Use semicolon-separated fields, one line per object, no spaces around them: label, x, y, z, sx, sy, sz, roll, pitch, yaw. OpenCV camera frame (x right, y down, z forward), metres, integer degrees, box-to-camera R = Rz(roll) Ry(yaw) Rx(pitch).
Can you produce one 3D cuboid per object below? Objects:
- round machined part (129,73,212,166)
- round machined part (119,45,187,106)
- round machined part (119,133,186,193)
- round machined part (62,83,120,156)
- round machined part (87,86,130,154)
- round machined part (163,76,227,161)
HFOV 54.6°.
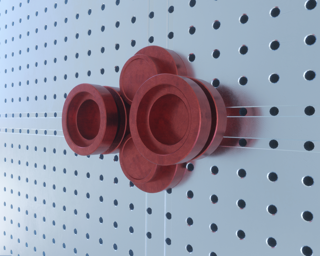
round machined part;0.015;-0.009;0.344;0.098;0.042;0.097;0;90;40
round machined part;-0.016;-0.061;0.412;0.098;0.042;0.097;0;90;40
round machined part;-0.016;0.038;0.412;0.098;0.042;0.097;0;90;40
round machined part;-0.091;-0.012;0.432;0.098;0.042;0.097;0;90;40
round machined part;-0.068;-0.011;0.455;0.098;0.042;0.097;0;90;40
round machined part;0.036;-0.010;0.369;0.098;0.042;0.097;0;90;40
